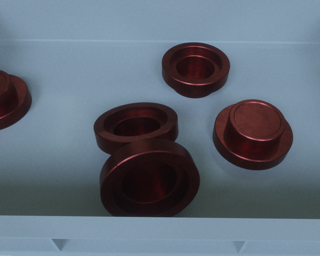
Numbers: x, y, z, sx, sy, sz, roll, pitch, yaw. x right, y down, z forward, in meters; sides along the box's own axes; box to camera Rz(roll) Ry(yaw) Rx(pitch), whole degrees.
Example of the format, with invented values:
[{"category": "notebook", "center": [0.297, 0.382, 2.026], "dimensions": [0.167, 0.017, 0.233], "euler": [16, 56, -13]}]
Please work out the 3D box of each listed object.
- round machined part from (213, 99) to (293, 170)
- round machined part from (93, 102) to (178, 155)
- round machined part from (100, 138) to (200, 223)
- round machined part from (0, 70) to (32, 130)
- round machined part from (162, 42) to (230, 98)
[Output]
[{"category": "round machined part", "center": [0.119, 0.001, 0.394], "dimensions": [0.099, 0.042, 0.098], "euler": [0, 50, 0]}, {"category": "round machined part", "center": [-0.027, 0.008, 0.373], "dimensions": [0.099, 0.042, 0.098], "euler": [-4, 29, 3]}, {"category": "round machined part", "center": [-0.012, 0.049, 0.318], "dimensions": [0.099, 0.097, 0.042], "euler": [-9, 35, -8]}, {"category": "round machined part", "center": [-0.235, -0.044, 0.430], "dimensions": [0.099, 0.042, 0.098], "euler": [0, 50, 0]}, {"category": "round machined part", "center": [0.052, -0.082, 0.463], "dimensions": [0.099, 0.042, 0.098], "euler": [0, 50, 0]}]
